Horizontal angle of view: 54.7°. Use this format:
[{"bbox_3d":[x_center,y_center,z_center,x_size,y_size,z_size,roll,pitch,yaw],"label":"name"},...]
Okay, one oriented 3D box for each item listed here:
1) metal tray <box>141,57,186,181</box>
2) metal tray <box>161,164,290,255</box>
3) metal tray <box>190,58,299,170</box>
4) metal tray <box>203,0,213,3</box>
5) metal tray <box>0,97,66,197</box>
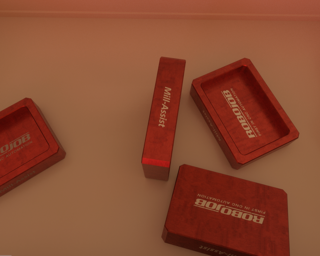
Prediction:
[{"bbox_3d":[0.006,-0.008,0.377,0.030,0.090,0.130,8,70,3],"label":"metal tray"},{"bbox_3d":[0.076,0.099,0.353,0.131,0.030,0.090,14,47,5],"label":"metal tray"},{"bbox_3d":[0.109,-0.021,0.415,0.091,0.030,0.130,-24,72,-9],"label":"metal tray"},{"bbox_3d":[0.098,-0.272,0.477,0.030,0.090,0.130,27,72,9],"label":"metal tray"},{"bbox_3d":[-0.201,0.031,0.394,0.131,0.030,0.090,-32,73,-11],"label":"metal tray"}]
